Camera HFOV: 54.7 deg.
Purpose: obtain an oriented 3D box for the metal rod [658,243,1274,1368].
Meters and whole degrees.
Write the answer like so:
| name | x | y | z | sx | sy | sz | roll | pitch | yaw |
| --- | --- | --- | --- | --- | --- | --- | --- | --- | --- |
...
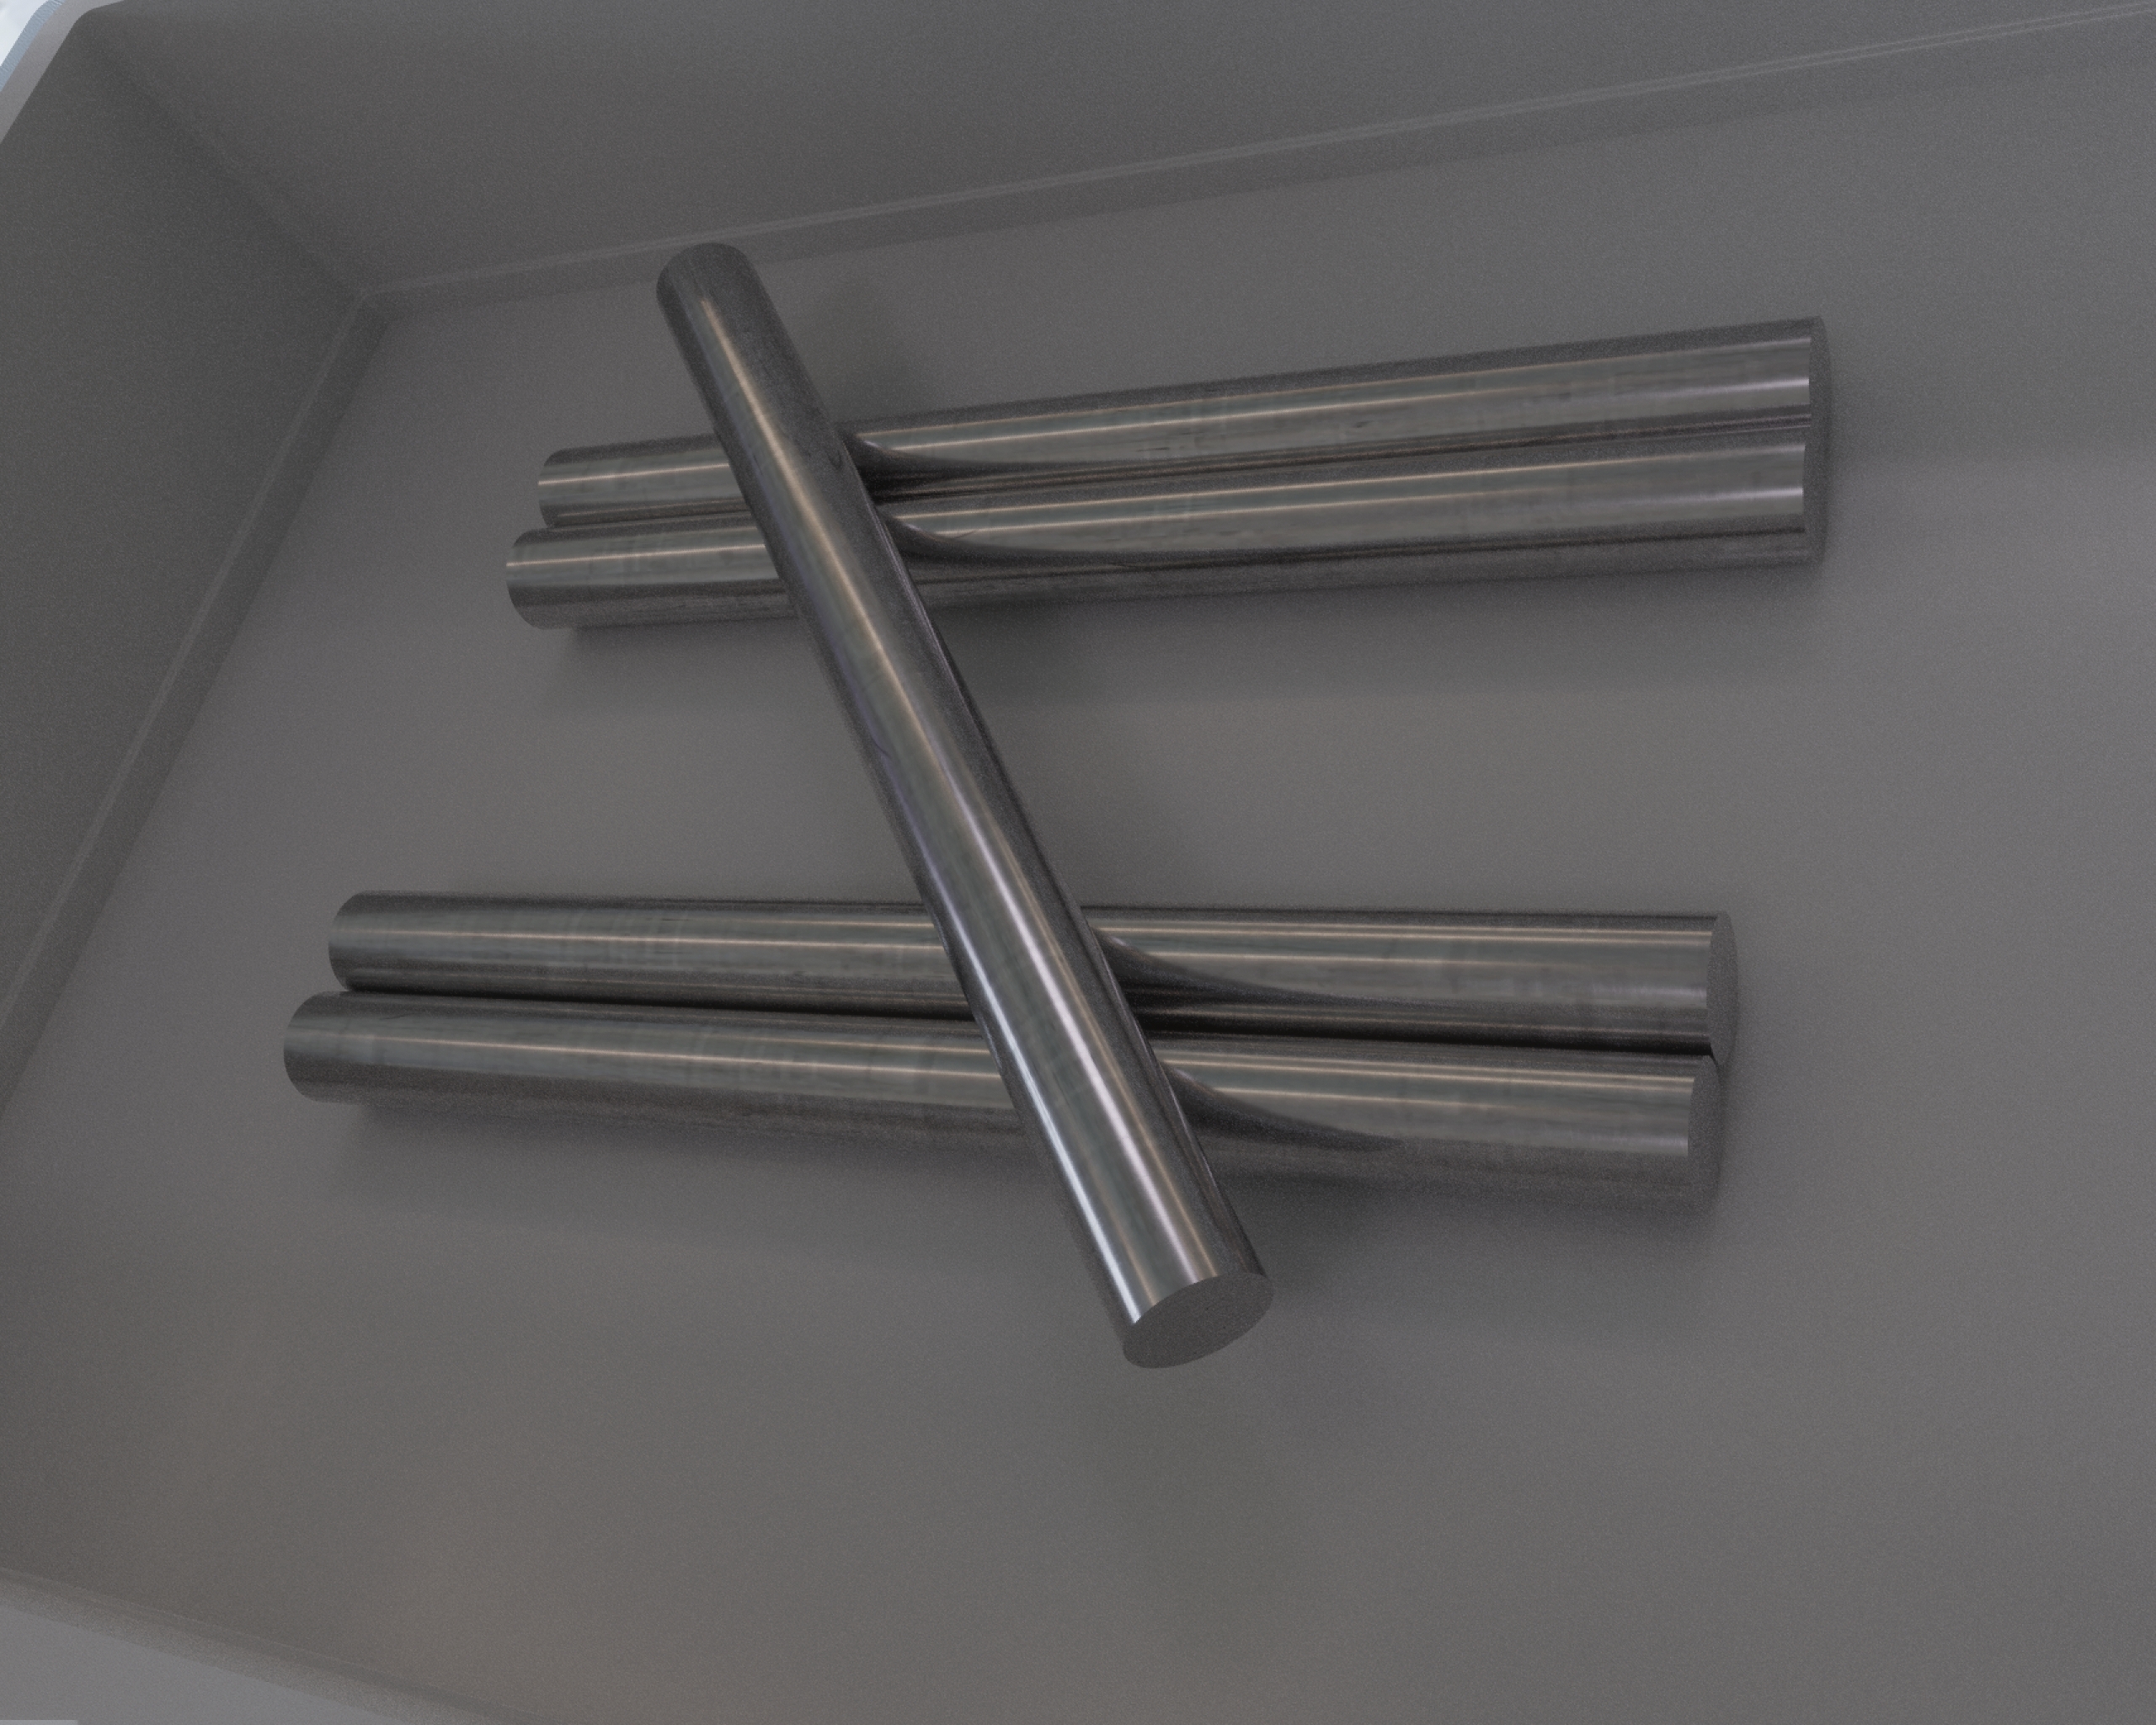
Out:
| name | x | y | z | sx | sy | sz | roll | pitch | yaw |
| --- | --- | --- | --- | --- | --- | --- | --- | --- | --- |
| metal rod | -0.036 | -0.034 | 0.412 | 0.025 | 0.025 | 0.300 | -33 | 51 | 7 |

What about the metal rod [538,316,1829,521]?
| name | x | y | z | sx | sy | sz | roll | pitch | yaw |
| --- | --- | --- | --- | --- | --- | --- | --- | --- | --- |
| metal rod | 0.005 | -0.090 | 0.456 | 0.300 | 0.025 | 0.025 | 1 | 62 | 28 |

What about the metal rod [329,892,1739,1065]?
| name | x | y | z | sx | sy | sz | roll | pitch | yaw |
| --- | --- | --- | --- | --- | --- | --- | --- | --- | --- |
| metal rod | -0.029 | 0.019 | 0.407 | 0.300 | 0.025 | 0.025 | 0 | 62 | 28 |

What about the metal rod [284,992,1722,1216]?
| name | x | y | z | sx | sy | sz | roll | pitch | yaw |
| --- | --- | --- | --- | --- | --- | --- | --- | --- | --- |
| metal rod | -0.035 | 0.042 | 0.396 | 0.300 | 0.025 | 0.025 | 0 | 62 | 28 |

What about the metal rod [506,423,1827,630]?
| name | x | y | z | sx | sy | sz | roll | pitch | yaw |
| --- | --- | --- | --- | --- | --- | --- | --- | --- | --- |
| metal rod | 0.000 | -0.068 | 0.445 | 0.300 | 0.025 | 0.025 | 1 | 62 | 28 |
